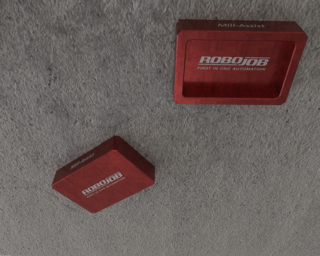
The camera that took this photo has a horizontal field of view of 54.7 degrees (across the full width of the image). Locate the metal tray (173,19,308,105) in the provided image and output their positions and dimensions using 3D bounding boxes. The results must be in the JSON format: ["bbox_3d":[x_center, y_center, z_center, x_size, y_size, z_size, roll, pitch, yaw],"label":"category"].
[{"bbox_3d":[0.082,-0.070,0.344,0.131,0.030,0.089,1,130,-1],"label":"metal tray"}]

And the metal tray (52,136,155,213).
[{"bbox_3d":[-0.084,0.074,0.466,0.130,0.030,0.090,-30,124,23],"label":"metal tray"}]
